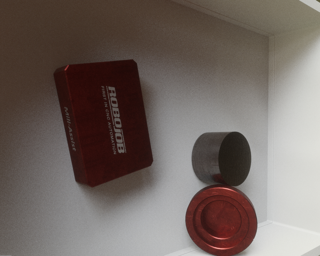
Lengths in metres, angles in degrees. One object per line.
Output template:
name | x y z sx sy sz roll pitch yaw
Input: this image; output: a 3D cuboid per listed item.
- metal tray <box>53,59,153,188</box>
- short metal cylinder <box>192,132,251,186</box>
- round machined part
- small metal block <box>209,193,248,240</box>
metal tray | -0.061 -0.009 0.354 0.091 0.030 0.129 -16 100 -39
short metal cylinder | 0.094 0.046 0.470 0.081 0.050 0.080 2 86 -41
round machined part | 0.089 0.129 0.449 0.042 0.098 0.097 -15 103 -77
small metal block | 0.113 0.143 0.505 0.050 0.025 0.050 -36 112 -34
